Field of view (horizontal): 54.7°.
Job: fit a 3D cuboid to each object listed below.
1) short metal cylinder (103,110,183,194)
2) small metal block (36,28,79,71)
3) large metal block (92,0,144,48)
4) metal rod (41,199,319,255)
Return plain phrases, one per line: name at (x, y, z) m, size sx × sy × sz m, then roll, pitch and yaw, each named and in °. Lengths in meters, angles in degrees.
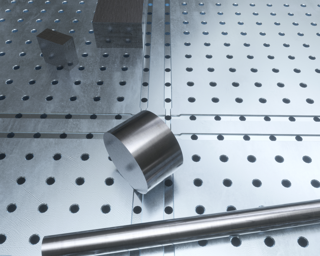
short metal cylinder at (-0.020, 0.027, 0.349) m, size 0.050 × 0.080 × 0.080 m, roll -33°, pitch 58°, yaw -25°
small metal block at (-0.162, -0.125, 0.494) m, size 0.050 × 0.050 × 0.025 m, roll 22°, pitch 53°, yaw 17°
large metal block at (-0.069, -0.186, 0.547) m, size 0.081 × 0.050 × 0.080 m, roll 1°, pitch 50°, yaw 0°
metal rod at (0.036, 0.104, 0.320) m, size 0.302 × 0.025 × 0.025 m, roll -6°, pitch 50°, yaw -6°
